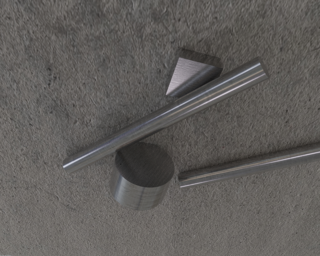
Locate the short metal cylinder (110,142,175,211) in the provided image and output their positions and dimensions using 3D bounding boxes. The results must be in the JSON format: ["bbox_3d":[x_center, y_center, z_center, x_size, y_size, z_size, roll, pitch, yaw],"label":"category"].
[{"bbox_3d":[-0.026,0.065,0.426,0.081,0.080,0.050,11,129,-9],"label":"short metal cylinder"}]

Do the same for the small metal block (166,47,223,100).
[{"bbox_3d":[0.038,-0.060,0.357,0.050,0.025,0.050,12,129,-11],"label":"small metal block"}]

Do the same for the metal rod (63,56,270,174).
[{"bbox_3d":[-0.014,-0.003,0.380,0.300,0.025,0.025,-26,126,29],"label":"metal rod"}]

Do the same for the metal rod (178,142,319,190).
[{"bbox_3d":[0.174,0.046,0.448,0.301,0.025,0.025,-14,129,11],"label":"metal rod"}]
